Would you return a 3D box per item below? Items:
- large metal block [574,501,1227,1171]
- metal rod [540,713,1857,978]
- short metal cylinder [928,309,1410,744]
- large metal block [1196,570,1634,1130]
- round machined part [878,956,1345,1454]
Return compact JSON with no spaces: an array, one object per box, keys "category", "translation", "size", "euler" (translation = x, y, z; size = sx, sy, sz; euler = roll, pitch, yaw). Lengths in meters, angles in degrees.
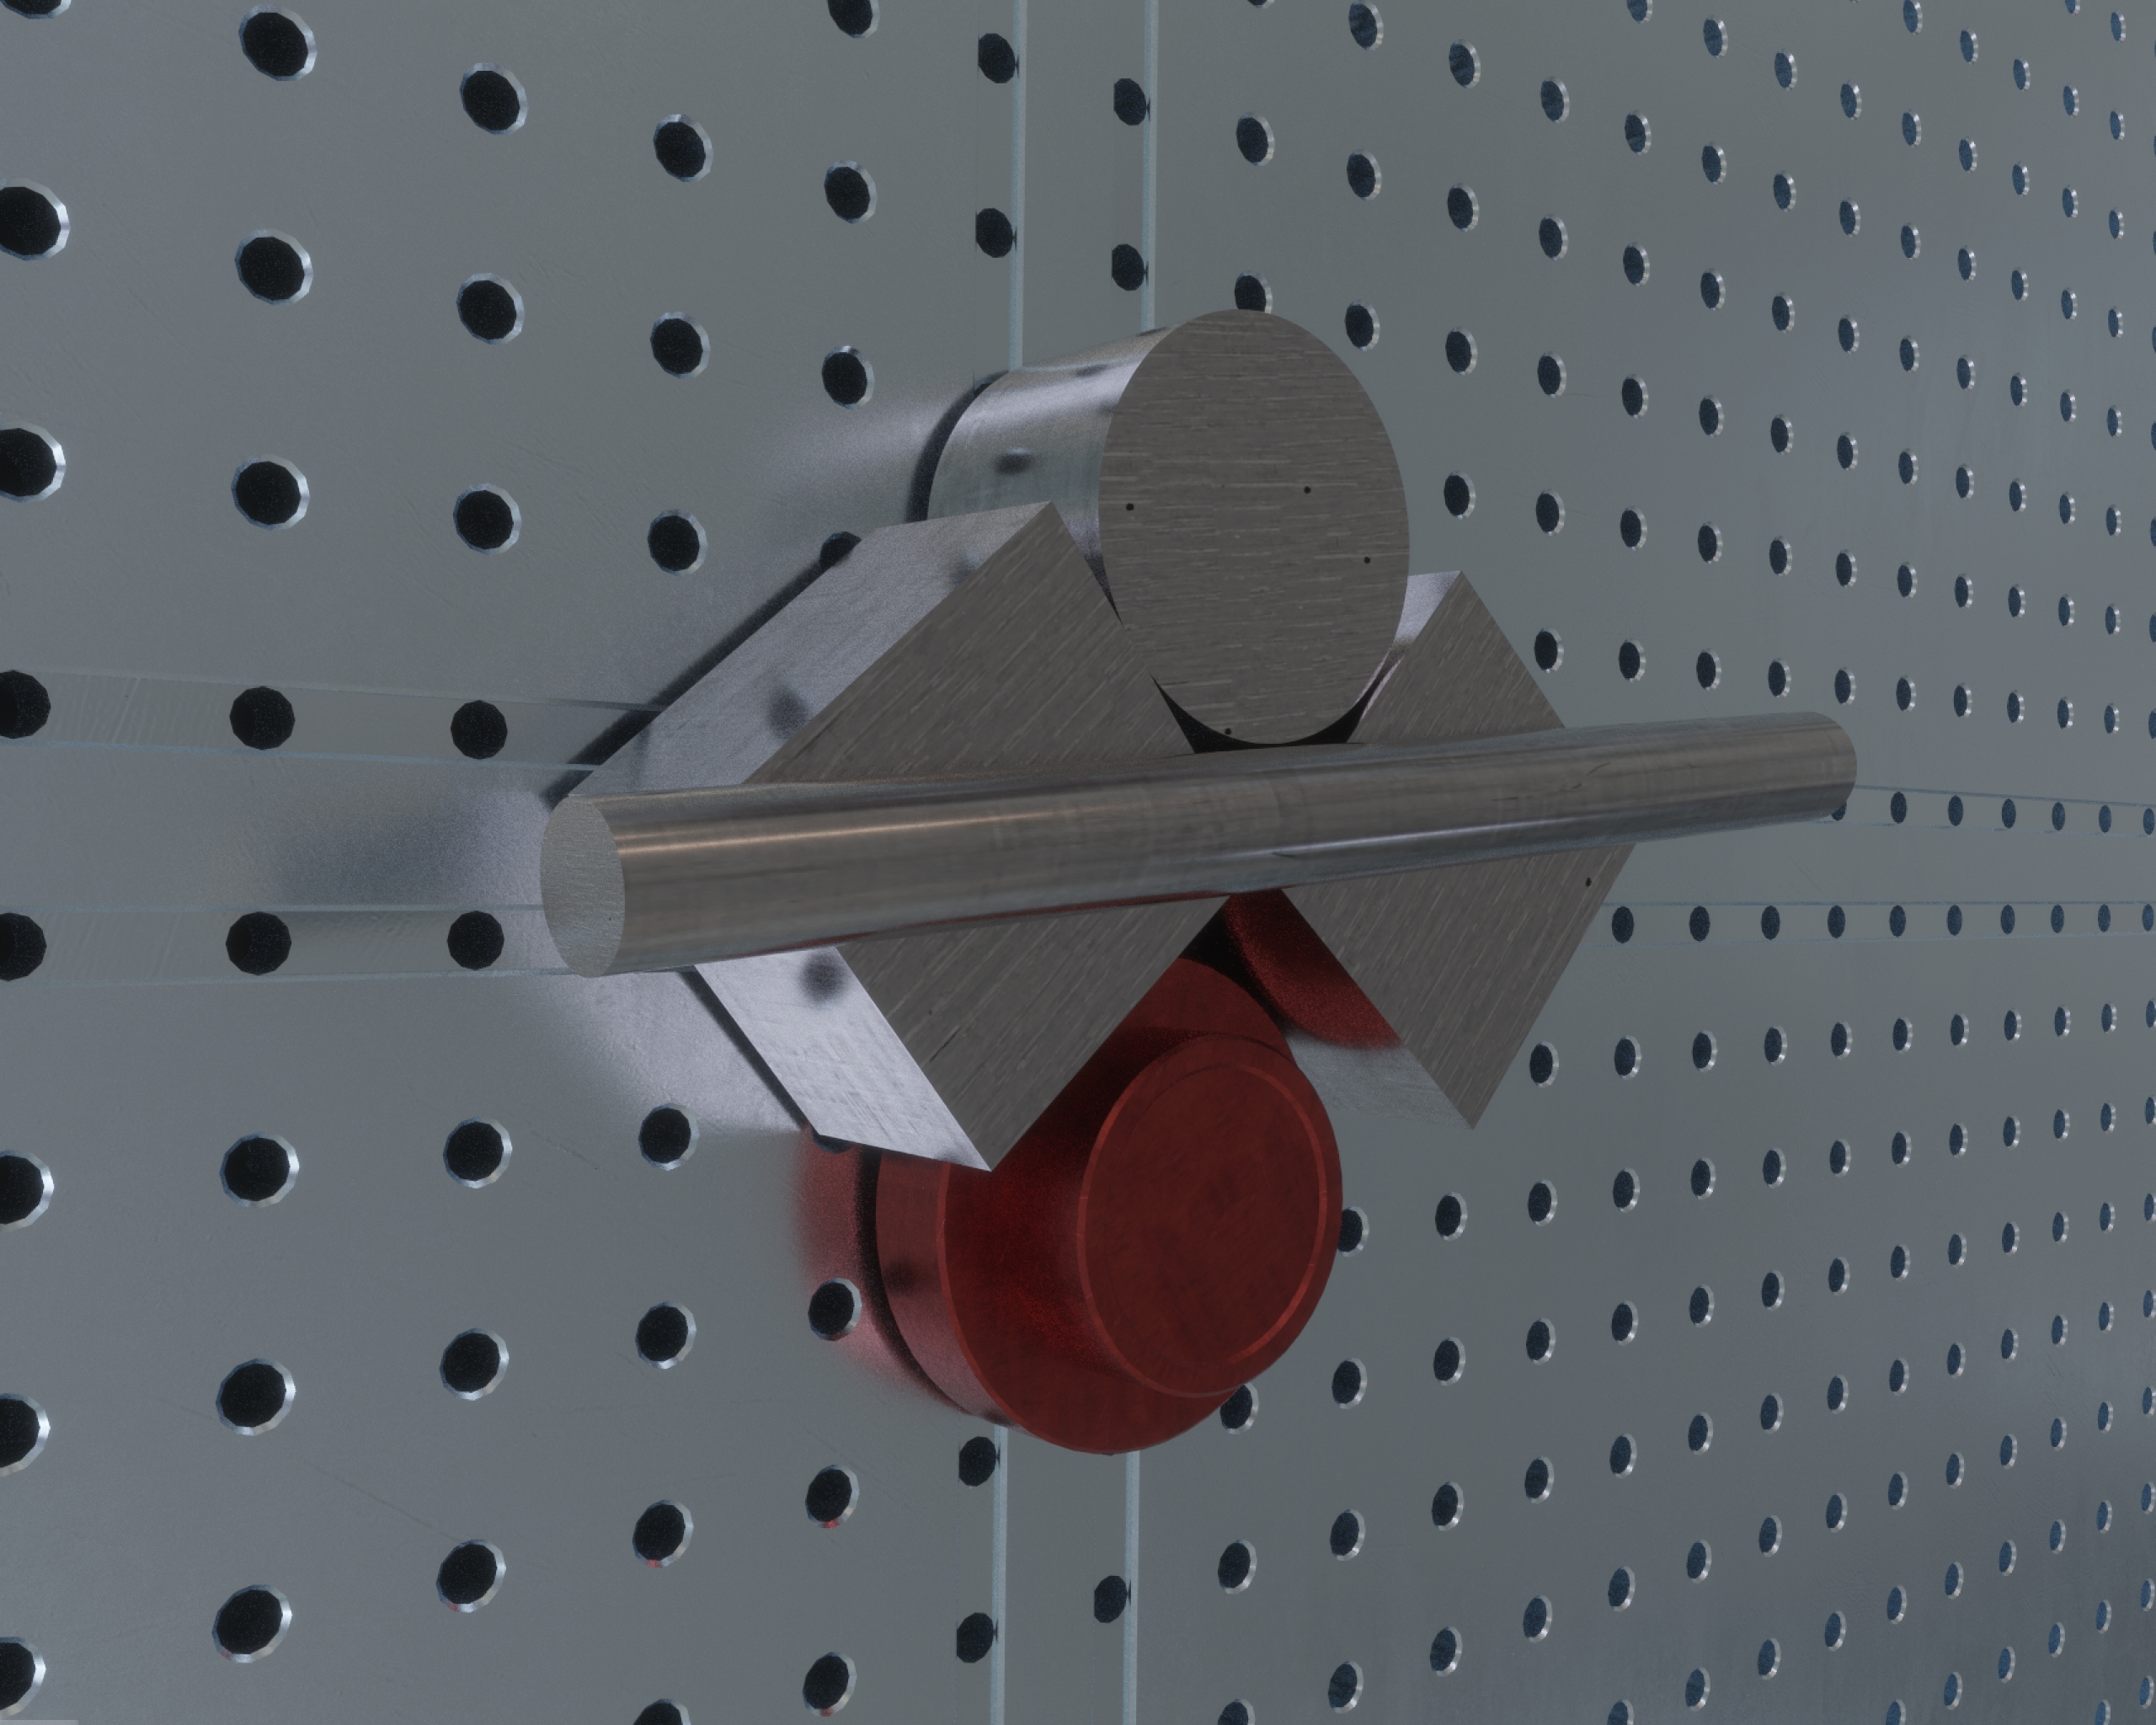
[{"category":"large metal block","translation":[-0.026,-0.006,0.366],"size":[0.080,0.050,0.080],"euler":[-47,120,-30]},{"category":"metal rod","translation":[0.049,-0.009,0.378],"size":[0.302,0.025,0.025],"euler":[-6,94,-39]},{"category":"short metal cylinder","translation":[0.018,-0.062,0.403],"size":[0.081,0.050,0.079],"euler":[0,90,-40]},{"category":"large metal block","translation":[0.062,-0.003,0.437],"size":[0.080,0.050,0.080],"euler":[50,62,-29]},{"category":"round machined part","translation":[0.013,0.066,0.405],"size":[0.099,0.042,0.097],"euler":[0,90,-40]}]
